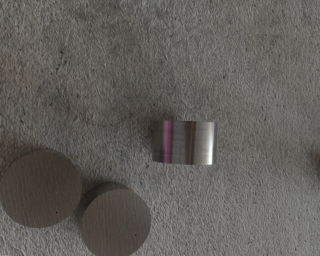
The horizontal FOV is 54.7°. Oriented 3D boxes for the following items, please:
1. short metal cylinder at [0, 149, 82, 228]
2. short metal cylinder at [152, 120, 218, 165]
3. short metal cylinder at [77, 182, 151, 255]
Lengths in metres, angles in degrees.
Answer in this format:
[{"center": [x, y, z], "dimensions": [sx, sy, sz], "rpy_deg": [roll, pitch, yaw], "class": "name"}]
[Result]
[{"center": [-0.131, 0.065, 0.347], "dimensions": [0.081, 0.050, 0.080], "rpy_deg": [0, 90, -20], "class": "short metal cylinder"}, {"center": [0.031, 0.017, 0.391], "dimensions": [0.081, 0.080, 0.050], "rpy_deg": [2, 90, -20], "class": "short metal cylinder"}, {"center": [-0.057, 0.109, 0.375], "dimensions": [0.081, 0.050, 0.080], "rpy_deg": [0, 90, -20], "class": "short metal cylinder"}]
